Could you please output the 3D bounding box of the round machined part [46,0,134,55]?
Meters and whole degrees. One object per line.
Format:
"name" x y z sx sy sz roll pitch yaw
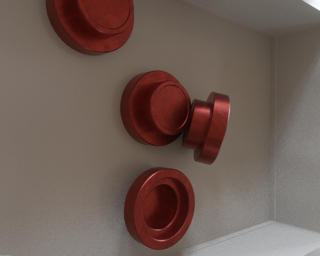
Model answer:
"round machined part" -0.068 -0.132 0.338 0.099 0.042 0.097 0 90 -40

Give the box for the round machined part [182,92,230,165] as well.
"round machined part" 0.058 -0.002 0.421 0.042 0.098 0.098 14 79 -1

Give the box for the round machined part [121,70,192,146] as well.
"round machined part" 0.002 -0.025 0.397 0.099 0.042 0.097 0 90 -40

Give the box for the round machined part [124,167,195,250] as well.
"round machined part" -0.005 0.098 0.392 0.099 0.042 0.097 0 90 -40
